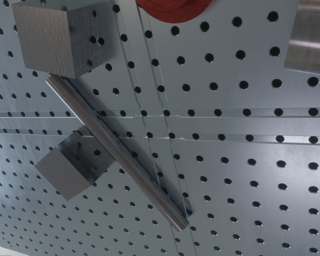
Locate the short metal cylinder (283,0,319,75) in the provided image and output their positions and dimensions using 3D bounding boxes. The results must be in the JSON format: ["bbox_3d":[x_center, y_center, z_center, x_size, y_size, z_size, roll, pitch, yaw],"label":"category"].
[{"bbox_3d":[0.137,-0.083,0.252,0.050,0.080,0.079,15,125,20],"label":"short metal cylinder"}]

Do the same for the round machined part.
[{"bbox_3d":[0.010,-0.152,0.301,0.098,0.042,0.097,13,124,21],"label":"round machined part"}]

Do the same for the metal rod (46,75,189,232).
[{"bbox_3d":[-0.059,0.040,0.467,0.025,0.025,0.300,-34,100,38],"label":"metal rod"}]

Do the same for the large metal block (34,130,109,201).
[{"bbox_3d":[-0.146,0.064,0.512,0.080,0.050,0.080,49,129,-7],"label":"large metal block"}]

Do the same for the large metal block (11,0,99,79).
[{"bbox_3d":[-0.129,-0.115,0.392,0.080,0.050,0.079,15,125,20],"label":"large metal block"}]
